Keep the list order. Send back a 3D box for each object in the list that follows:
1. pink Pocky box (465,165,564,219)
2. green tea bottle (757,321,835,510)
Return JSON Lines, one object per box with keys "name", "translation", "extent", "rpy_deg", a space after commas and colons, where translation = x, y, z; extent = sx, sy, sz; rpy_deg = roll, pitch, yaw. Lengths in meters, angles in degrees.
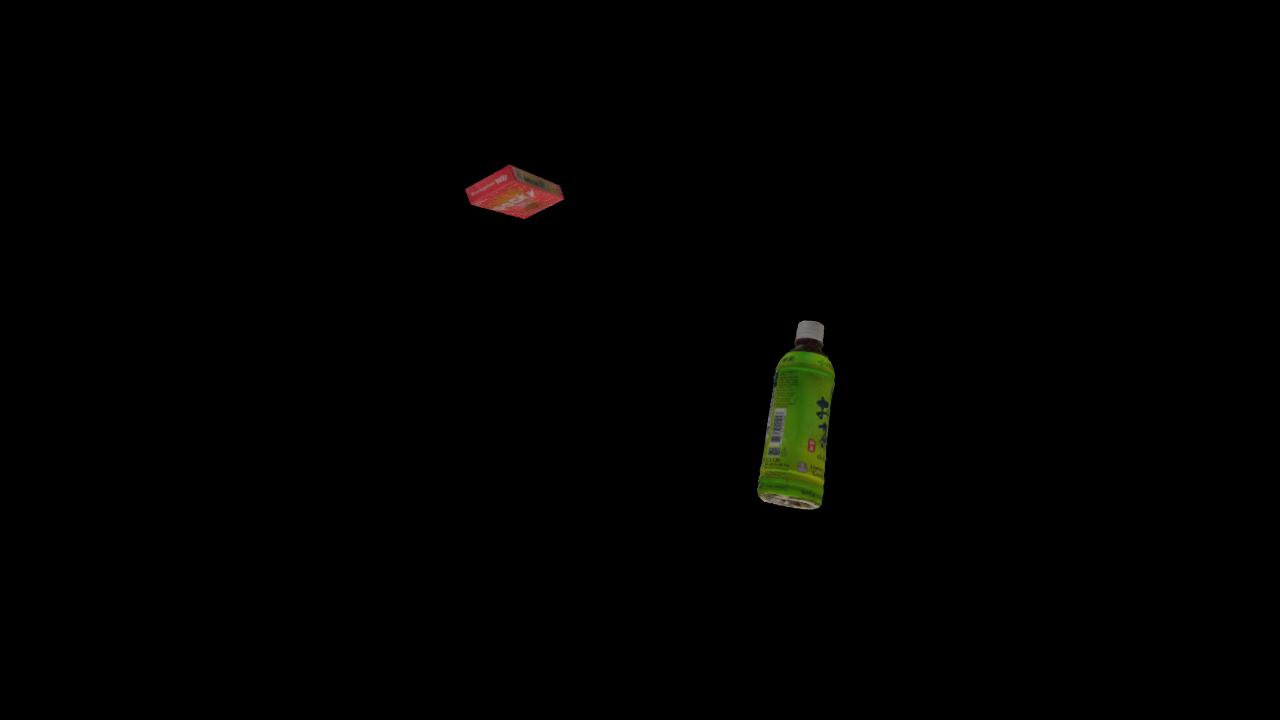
{"name": "pink Pocky box", "translation": [-0.190, -0.257, 0.956], "extent": [0.084, 0.029, 0.155], "rpy_deg": [-21, -3, 20]}
{"name": "green tea bottle", "translation": [0.180, 0.056, 0.693], "extent": [0.073, 0.212, 0.073], "rpy_deg": [10, -17, 3]}
